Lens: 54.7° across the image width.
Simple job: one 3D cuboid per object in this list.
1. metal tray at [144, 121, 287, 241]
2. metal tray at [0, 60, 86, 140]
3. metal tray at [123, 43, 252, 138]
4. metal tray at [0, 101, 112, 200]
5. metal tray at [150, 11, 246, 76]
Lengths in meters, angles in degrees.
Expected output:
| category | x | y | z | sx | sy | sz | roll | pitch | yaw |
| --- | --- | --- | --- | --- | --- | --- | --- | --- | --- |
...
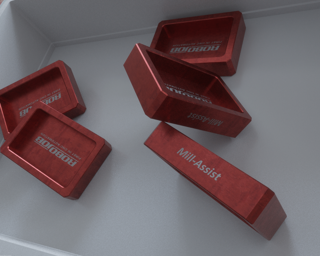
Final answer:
| category | x | y | z | sx | sy | sz | roll | pitch | yaw |
| --- | --- | --- | --- | --- | --- | --- | --- | --- | --- |
| metal tray | 0.053 | 0.050 | 0.304 | 0.130 | 0.090 | 0.030 | 33 | 83 | 38 |
| metal tray | -0.195 | -0.041 | 0.500 | 0.130 | 0.030 | 0.090 | -26 | 73 | 4 |
| metal tray | 0.032 | -0.040 | 0.344 | 0.030 | 0.131 | 0.090 | -53 | 43 | 30 |
| metal tray | -0.145 | 0.029 | 0.433 | 0.130 | 0.030 | 0.090 | 29 | 77 | 19 |
| metal tray | 0.049 | -0.118 | 0.448 | 0.130 | 0.030 | 0.090 | 4 | 63 | 29 |
